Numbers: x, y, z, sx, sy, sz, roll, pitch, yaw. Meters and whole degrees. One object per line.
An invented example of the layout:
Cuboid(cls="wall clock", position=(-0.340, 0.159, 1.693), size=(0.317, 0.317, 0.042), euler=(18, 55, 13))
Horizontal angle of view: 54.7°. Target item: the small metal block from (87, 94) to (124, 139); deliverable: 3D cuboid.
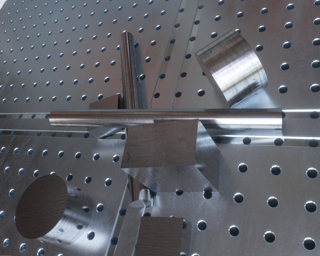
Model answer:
Cuboid(cls="small metal block", position=(-0.078, -0.017, 0.460), size=(0.050, 0.025, 0.050), euler=(-16, 55, 19))

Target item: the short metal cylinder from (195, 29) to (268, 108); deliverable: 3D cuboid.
Cuboid(cls="short metal cylinder", position=(0.084, -0.070, 0.371), size=(0.050, 0.080, 0.080), euler=(-32, 52, 8))

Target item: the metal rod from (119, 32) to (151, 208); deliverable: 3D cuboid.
Cuboid(cls="metal rod", position=(-0.040, -0.033, 0.449), size=(0.025, 0.025, 0.299), euler=(-20, 54, 17))

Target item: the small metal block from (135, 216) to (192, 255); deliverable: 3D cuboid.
Cuboid(cls="small metal block", position=(0.004, 0.123, 0.331), size=(0.050, 0.025, 0.050), euler=(-6, 59, 25))

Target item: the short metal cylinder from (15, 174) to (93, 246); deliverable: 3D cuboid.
Cuboid(cls="short metal cylinder", position=(-0.135, 0.106, 0.398), size=(0.080, 0.050, 0.080), euler=(-13, 56, 21))

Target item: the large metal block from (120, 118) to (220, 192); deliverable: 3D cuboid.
Cuboid(cls="large metal block", position=(0.016, 0.035, 0.344), size=(0.080, 0.080, 0.050), euler=(-6, 59, 25))

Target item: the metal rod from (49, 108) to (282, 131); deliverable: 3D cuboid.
Cuboid(cls="metal rod", position=(-0.007, -0.012, 0.392), size=(0.301, 0.025, 0.025), euler=(1, 62, 19))
